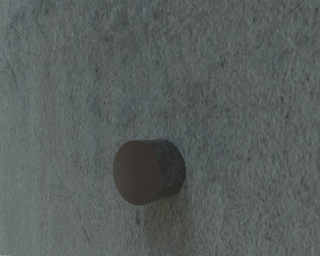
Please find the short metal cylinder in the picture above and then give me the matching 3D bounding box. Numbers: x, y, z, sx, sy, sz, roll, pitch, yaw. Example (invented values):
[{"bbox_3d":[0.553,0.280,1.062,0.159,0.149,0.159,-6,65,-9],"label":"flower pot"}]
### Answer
[{"bbox_3d":[-0.014,0.055,0.399,0.080,0.050,0.079,0,90,39],"label":"short metal cylinder"}]
